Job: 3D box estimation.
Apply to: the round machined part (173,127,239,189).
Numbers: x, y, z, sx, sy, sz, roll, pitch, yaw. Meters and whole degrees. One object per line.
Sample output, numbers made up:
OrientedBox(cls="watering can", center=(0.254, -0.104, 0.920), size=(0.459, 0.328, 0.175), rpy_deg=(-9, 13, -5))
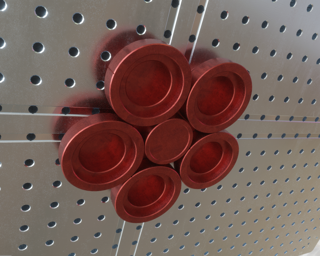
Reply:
OrientedBox(cls="round machined part", center=(0.063, 0.039, 0.458), size=(0.099, 0.042, 0.097), rpy_deg=(-14, 124, -21))

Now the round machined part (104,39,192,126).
OrientedBox(cls="round machined part", center=(-0.017, -0.054, 0.357), size=(0.099, 0.042, 0.097), rpy_deg=(-14, 124, -21))

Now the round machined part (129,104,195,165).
OrientedBox(cls="round machined part", center=(0.004, 0.009, 0.406), size=(0.099, 0.042, 0.097), rpy_deg=(-14, 124, -21))

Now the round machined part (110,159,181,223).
OrientedBox(cls="round machined part", center=(-0.023, 0.083, 0.437), size=(0.099, 0.042, 0.097), rpy_deg=(-14, 124, -21))

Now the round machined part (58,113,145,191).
OrientedBox(cls="round machined part", center=(-0.072, 0.025, 0.375), size=(0.099, 0.042, 0.097), rpy_deg=(-14, 124, -21))

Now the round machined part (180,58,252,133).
OrientedBox(cls="round machined part", center=(0.068, -0.045, 0.408), size=(0.099, 0.042, 0.097), rpy_deg=(-14, 124, -21))
